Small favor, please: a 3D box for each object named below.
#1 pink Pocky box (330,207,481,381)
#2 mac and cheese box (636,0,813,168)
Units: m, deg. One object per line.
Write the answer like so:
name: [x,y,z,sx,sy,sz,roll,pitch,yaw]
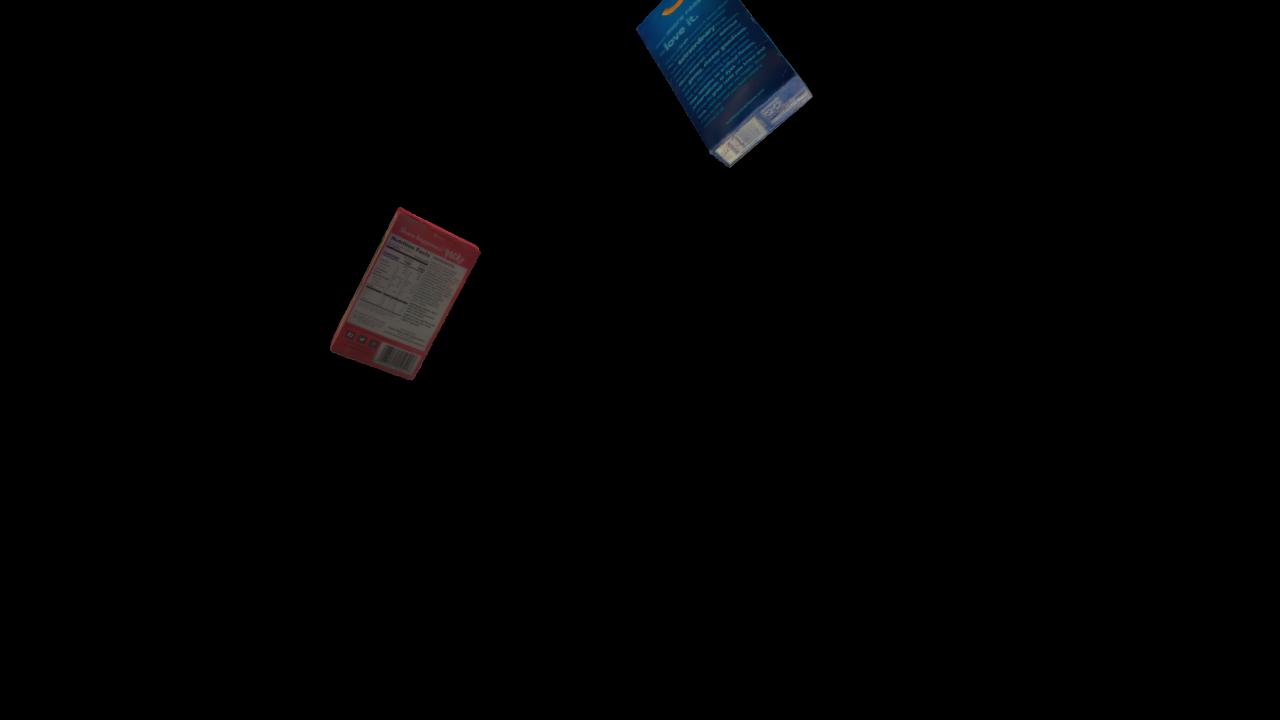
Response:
pink Pocky box: [-0.231,-0.063,0.608,0.084,0.155,0.029,25,12,-31]
mac and cheese box: [0.070,-0.272,0.558,0.093,0.184,0.041,-38,-30,27]
